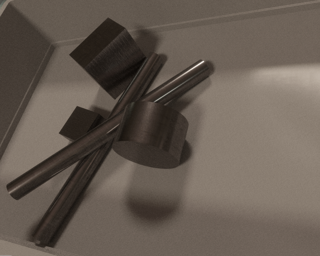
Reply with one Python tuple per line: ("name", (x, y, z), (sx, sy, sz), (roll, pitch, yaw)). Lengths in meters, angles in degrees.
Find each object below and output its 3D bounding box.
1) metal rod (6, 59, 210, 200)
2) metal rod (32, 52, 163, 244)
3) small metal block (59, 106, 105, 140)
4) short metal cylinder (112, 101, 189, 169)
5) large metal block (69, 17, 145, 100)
("metal rod", (-0.064, -0.001, 0.411), (0.301, 0.025, 0.025), (-33, 51, -5))
("metal rod", (-0.080, 0.017, 0.435), (0.025, 0.025, 0.300), (20, 72, 35))
("small metal block", (-0.115, -0.001, 0.464), (0.050, 0.025, 0.050), (18, 71, 34))
("short metal cylinder", (-0.011, 0.010, 0.368), (0.080, 0.080, 0.050), (2, 63, 29))
("large metal block", (-0.074, -0.104, 0.471), (0.080, 0.080, 0.050), (-46, 51, -4))
